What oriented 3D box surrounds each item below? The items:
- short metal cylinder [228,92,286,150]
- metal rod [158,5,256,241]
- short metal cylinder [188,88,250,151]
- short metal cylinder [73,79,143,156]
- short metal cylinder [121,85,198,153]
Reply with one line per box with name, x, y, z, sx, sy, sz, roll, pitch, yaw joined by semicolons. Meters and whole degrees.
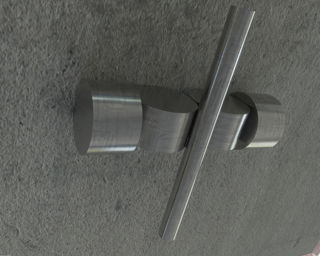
short metal cylinder;0.126;-0.010;0.436;0.050;0.080;0.079;1;118;-29
metal rod;0.045;0.014;0.362;0.025;0.025;0.298;1;118;-29
short metal cylinder;0.069;-0.013;0.402;0.081;0.080;0.050;1;118;-29
short metal cylinder;-0.059;-0.011;0.334;0.050;0.080;0.079;1;118;-29
short metal cylinder;-0.001;-0.013;0.364;0.081;0.080;0.050;1;118;-29
